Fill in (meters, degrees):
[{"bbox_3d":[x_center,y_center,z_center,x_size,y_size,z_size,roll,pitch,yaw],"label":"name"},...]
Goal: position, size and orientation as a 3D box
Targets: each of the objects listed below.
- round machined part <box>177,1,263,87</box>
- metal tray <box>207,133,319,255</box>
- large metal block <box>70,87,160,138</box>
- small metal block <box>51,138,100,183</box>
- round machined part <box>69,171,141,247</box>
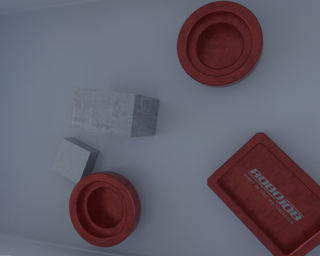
[{"bbox_3d":[0.074,-0.098,0.375,0.098,0.042,0.097,0,90,19],"label":"round machined part"},{"bbox_3d":[0.132,0.079,0.361,0.090,0.030,0.130,-46,76,14],"label":"metal tray"},{"bbox_3d":[-0.055,-0.019,0.399,0.080,0.080,0.050,8,93,19],"label":"large metal block"},{"bbox_3d":[-0.123,0.047,0.452,0.050,0.025,0.050,24,98,18],"label":"small metal block"},{"bbox_3d":[-0.071,0.108,0.425,0.098,0.042,0.097,0,90,19],"label":"round machined part"}]
